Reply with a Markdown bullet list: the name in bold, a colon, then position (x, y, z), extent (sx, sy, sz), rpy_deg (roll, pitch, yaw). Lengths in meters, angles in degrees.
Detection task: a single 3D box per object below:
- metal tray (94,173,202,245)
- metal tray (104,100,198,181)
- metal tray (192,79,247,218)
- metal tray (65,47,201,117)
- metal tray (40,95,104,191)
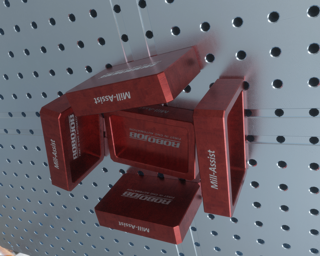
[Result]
- **metal tray**: position (-0.015, 0.110, 0.446), extent (0.130, 0.090, 0.030), rpy_deg (4, 120, 26)
- **metal tray**: position (-0.009, 0.015, 0.421), extent (0.130, 0.030, 0.089), rpy_deg (11, 123, 22)
- **metal tray**: position (0.071, 0.021, 0.344), extent (0.030, 0.090, 0.129), rpy_deg (4, 120, 26)
- **metal tray**: position (-0.030, -0.052, 0.353), extent (0.130, 0.090, 0.030), rpy_deg (-6, 115, 31)
- **metal tray**: position (-0.119, 0.013, 0.441), extent (0.030, 0.090, 0.129), rpy_deg (17, 125, 19)
